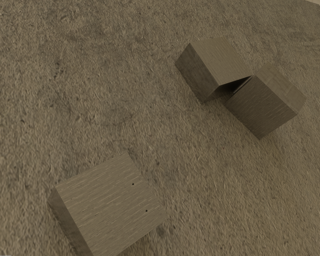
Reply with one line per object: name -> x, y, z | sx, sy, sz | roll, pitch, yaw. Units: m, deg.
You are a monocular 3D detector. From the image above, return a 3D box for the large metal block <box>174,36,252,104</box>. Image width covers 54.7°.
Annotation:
large metal block -> 0.084, -0.093, 0.489 | 0.081, 0.050, 0.080 | -21, 73, -36

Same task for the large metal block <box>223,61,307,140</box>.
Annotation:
large metal block -> 0.161, -0.041, 0.480 | 0.080, 0.080, 0.050 | 45, 51, 2

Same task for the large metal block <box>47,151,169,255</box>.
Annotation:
large metal block -> -0.053, 0.082, 0.309 | 0.081, 0.050, 0.080 | -25, 75, -37
